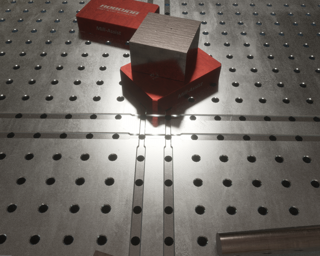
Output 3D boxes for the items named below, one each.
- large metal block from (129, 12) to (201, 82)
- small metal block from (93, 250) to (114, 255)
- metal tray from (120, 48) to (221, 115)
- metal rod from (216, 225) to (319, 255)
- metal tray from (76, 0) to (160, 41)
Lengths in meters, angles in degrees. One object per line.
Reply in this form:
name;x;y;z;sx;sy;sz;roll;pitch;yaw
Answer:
large metal block;0.009;-0.120;0.453;0.080;0.050;0.080;14;51;11
small metal block;-0.051;0.143;0.271;0.025;0.050;0.050;13;51;10
metal tray;0.017;-0.083;0.474;0.131;0.030;0.090;-30;57;-24
metal rod;0.209;0.109;0.318;0.302;0.025;0.025;-3;50;-3
metal tray;-0.076;-0.205;0.576;0.131;0.030;0.090;16;52;12
